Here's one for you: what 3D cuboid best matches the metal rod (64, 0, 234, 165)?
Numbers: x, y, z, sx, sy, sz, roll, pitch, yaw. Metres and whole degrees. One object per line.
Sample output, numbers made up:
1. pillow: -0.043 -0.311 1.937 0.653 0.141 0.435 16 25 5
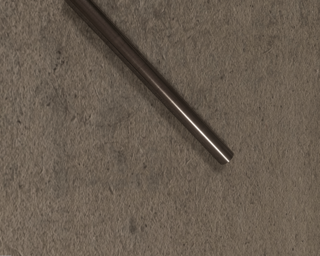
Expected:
1. metal rod: -0.006 -0.060 0.407 0.300 0.025 0.025 45 76 -15
